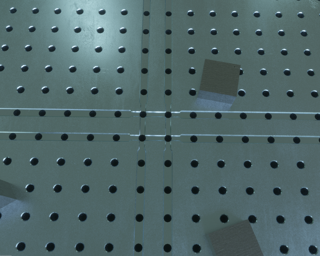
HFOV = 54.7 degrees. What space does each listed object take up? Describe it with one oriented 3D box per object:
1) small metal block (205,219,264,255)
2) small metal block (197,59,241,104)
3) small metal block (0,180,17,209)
[{"bbox_3d":[0.087,0.140,0.362,0.050,0.025,0.050,-18,71,-7],"label":"small metal block"},{"bbox_3d":[0.083,-0.065,0.437,0.050,0.025,0.050,11,70,3],"label":"small metal block"},{"bbox_3d":[-0.208,0.084,0.365,0.050,0.050,0.025,-30,73,-11],"label":"small metal block"}]
